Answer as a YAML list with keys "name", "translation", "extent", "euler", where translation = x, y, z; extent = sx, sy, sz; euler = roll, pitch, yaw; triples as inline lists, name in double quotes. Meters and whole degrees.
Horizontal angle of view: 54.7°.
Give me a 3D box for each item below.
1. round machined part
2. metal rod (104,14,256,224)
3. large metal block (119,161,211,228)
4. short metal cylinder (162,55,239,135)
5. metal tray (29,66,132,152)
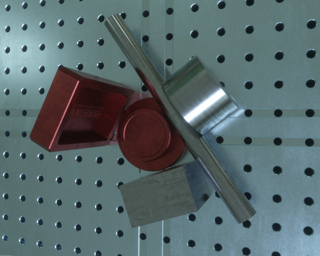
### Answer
- name: "round machined part"
  translation: [-0.013, 0.009, 0.407]
  extent: [0.098, 0.042, 0.097]
  euler: [0, 90, 19]
- name: "metal rod"
  translation: [0.019, -0.020, 0.383]
  extent: [0.025, 0.025, 0.299]
  euler: [-37, 79, 16]
- name: "large metal block"
  translation: [0.010, 0.077, 0.379]
  extent: [0.080, 0.080, 0.050]
  euler: [-20, 84, 18]
- name: "short metal cylinder"
  translation: [0.048, -0.039, 0.365]
  extent: [0.050, 0.080, 0.080]
  euler: [-39, 78, 16]
- name: "metal tray"
  translation: [-0.091, -0.020, 0.388]
  extent: [0.030, 0.130, 0.090]
  euler: [29, 99, 17]
